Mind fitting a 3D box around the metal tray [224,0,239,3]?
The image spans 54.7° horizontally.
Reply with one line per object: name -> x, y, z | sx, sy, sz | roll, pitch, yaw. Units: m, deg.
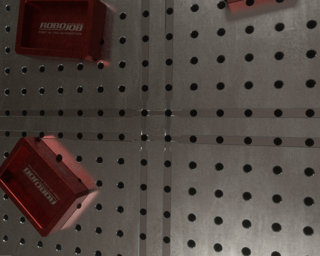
metal tray -> 0.112, -0.228, 0.370 | 0.090, 0.030, 0.129 | -7, 88, 19

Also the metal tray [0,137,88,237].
metal tray -> -0.183, 0.087, 0.472 | 0.130, 0.030, 0.090 | 42, 103, 14

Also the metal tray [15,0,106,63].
metal tray -> -0.150, -0.149, 0.461 | 0.130, 0.030, 0.089 | 8, 93, 19
